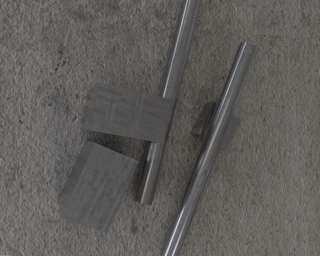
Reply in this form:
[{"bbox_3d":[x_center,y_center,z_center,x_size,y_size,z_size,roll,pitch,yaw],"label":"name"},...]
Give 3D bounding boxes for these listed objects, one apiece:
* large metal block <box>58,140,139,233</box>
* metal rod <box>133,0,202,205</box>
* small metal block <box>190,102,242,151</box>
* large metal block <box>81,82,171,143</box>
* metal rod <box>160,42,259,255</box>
[{"bbox_3d":[-0.073,0.061,0.353,0.050,0.080,0.080,26,82,-18],"label":"large metal block"},{"bbox_3d":[0.013,-0.049,0.413,0.025,0.025,0.299,16,85,-20],"label":"metal rod"},{"bbox_3d":[0.079,-0.002,0.439,0.050,0.025,0.050,31,80,-18],"label":"small metal block"},{"bbox_3d":[-0.043,-0.015,0.364,0.081,0.080,0.050,11,87,-20],"label":"large metal block"},{"bbox_3d":[0.064,0.033,0.409,0.025,0.025,0.298,20,92,-19],"label":"metal rod"}]
